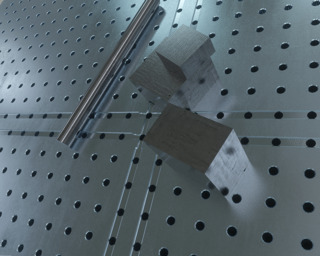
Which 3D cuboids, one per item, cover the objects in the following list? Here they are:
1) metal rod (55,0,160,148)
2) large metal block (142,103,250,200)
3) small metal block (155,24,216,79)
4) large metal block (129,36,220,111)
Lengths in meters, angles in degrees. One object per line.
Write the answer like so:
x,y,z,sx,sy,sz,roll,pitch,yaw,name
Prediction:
-0.079,-0.103,0.510,0.025,0.025,0.300,17,70,34,metal rod
0.041,0.025,0.335,0.080,0.080,0.050,26,76,36,large metal block
0.031,-0.096,0.386,0.050,0.025,0.050,-45,51,-4,small metal block
0.019,-0.068,0.423,0.080,0.050,0.080,35,81,38,large metal block
